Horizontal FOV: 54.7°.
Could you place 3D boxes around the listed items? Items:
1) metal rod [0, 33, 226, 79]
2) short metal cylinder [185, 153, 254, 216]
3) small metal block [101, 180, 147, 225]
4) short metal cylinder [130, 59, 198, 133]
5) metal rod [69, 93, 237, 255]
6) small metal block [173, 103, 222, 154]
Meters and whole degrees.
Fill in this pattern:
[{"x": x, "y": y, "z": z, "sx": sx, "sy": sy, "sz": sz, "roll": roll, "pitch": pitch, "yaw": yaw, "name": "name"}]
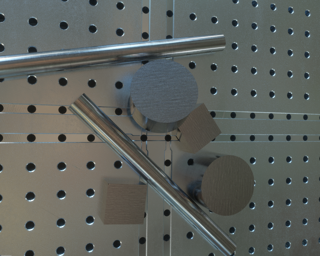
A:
[{"x": -0.052, "y": -0.094, "z": 0.393, "sx": 0.302, "sy": 0.025, "sz": 0.025, "roll": -12, "pitch": 94, "yaw": -20, "name": "metal rod"}, {"x": 0.082, "y": 0.075, "z": 0.430, "sx": 0.081, "sy": 0.050, "sz": 0.079, "roll": 0, "pitch": 90, "yaw": -20, "name": "short metal cylinder"}, {"x": -0.046, "y": 0.095, "z": 0.396, "sx": 0.050, "sy": 0.025, "sz": 0.050, "roll": 6, "pitch": 88, "yaw": -20, "name": "small metal block"}, {"x": 0.003, "y": -0.038, "z": 0.387, "sx": 0.081, "sy": 0.050, "sz": 0.080, "roll": 2, "pitch": 75, "yaw": -7, "name": "short metal cylinder"}, {"x": 0.000, "y": 0.071, "z": 0.412, "sx": 0.300, "sy": 0.025, "sz": 0.025, "roll": 46, "pitch": 76, "yaw": -14, "name": "metal rod"}, {"x": 0.049, "y": 0.000, "z": 0.431, "sx": 0.050, "sy": 0.025, "sz": 0.050, "roll": -36, "pitch": 102, "yaw": -16, "name": "small metal block"}]
